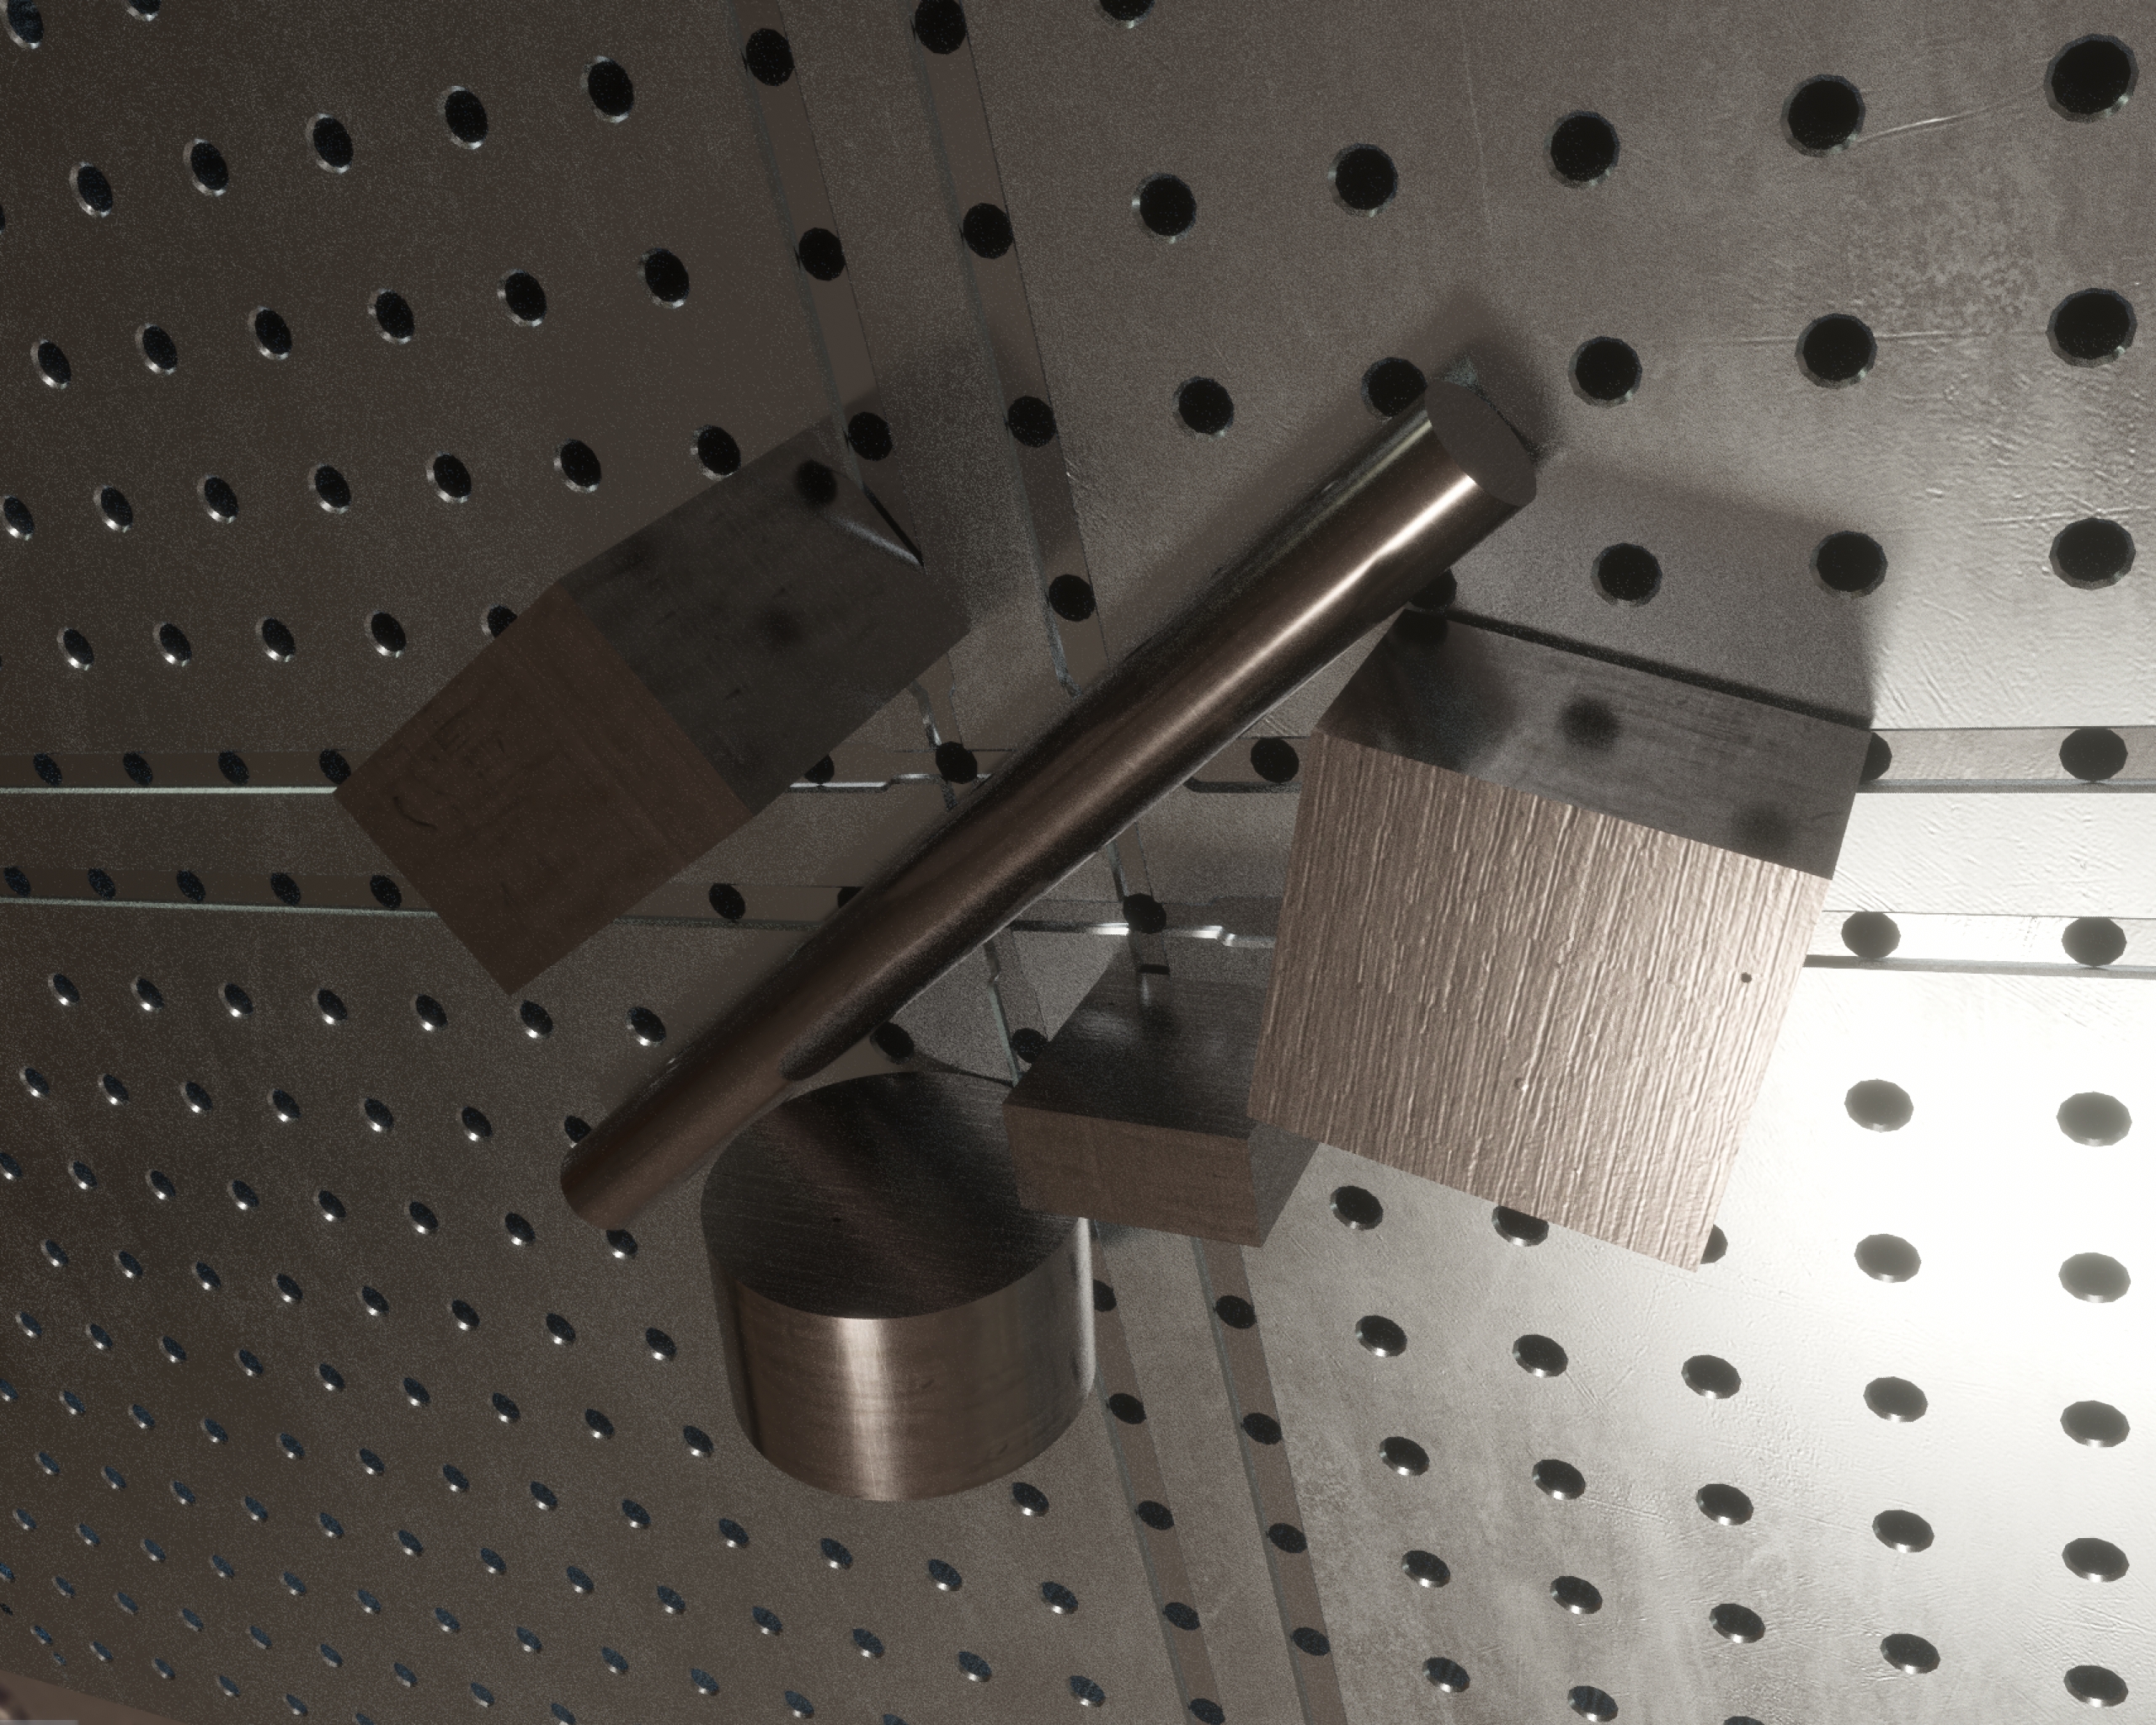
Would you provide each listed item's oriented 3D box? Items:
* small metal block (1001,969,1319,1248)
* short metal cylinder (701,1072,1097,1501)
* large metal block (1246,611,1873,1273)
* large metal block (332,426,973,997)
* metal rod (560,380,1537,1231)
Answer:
[{"bbox_3d":[0.020,0.047,0.413,0.050,0.050,0.025,5,121,25],"label":"small metal block"},{"bbox_3d":[-0.037,0.089,0.448,0.080,0.080,0.050,11,123,22],"label":"short metal cylinder"},{"bbox_3d":[0.080,0.012,0.356,0.080,0.050,0.079,18,125,17],"label":"large metal block"},{"bbox_3d":[-0.080,-0.029,0.399,0.080,0.080,0.050,-32,101,38],"label":"large metal block"},{"bbox_3d":[-0.026,0.006,0.427,0.025,0.025,0.299,47,129,-5],"label":"metal rod"}]
